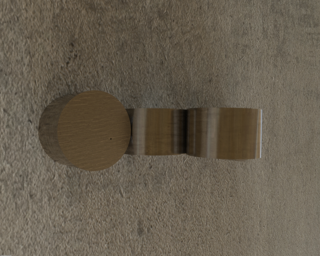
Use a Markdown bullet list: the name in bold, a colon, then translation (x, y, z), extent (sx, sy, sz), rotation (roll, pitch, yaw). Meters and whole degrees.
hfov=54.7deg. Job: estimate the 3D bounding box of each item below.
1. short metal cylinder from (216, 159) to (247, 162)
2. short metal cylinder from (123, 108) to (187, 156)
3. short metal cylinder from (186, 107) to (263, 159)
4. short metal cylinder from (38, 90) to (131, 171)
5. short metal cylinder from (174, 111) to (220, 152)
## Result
- **short metal cylinder**: translation (0.108, 0.010, 0.479), extent (0.081, 0.050, 0.080), rotation (-1, 91, -40)
- **short metal cylinder**: translation (-0.006, 0.004, 0.365), extent (0.081, 0.080, 0.050), rotation (0, 90, -40)
- **short metal cylinder**: translation (0.069, 0.005, 0.338), extent (0.081, 0.080, 0.050), rotation (1, 91, -40)
- **short metal cylinder**: translation (-0.078, 0.002, 0.324), extent (0.081, 0.050, 0.080), rotation (0, 91, -40)
- **short metal cylinder**: translation (0.055, 0.005, 0.417), extent (0.081, 0.080, 0.050), rotation (0, 89, -40)
